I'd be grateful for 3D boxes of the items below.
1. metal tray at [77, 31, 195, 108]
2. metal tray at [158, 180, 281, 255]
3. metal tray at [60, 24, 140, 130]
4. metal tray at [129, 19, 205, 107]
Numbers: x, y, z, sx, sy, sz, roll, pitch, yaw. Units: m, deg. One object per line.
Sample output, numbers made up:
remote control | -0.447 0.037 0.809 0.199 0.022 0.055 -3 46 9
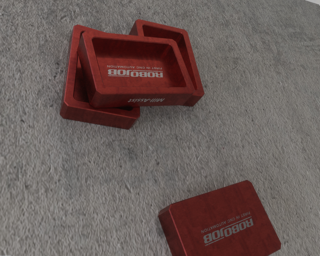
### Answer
metal tray | -0.029 -0.073 0.389 0.131 0.030 0.090 -4 64 -30
metal tray | 0.073 0.121 0.366 0.131 0.030 0.090 -9 66 -32
metal tray | -0.074 -0.067 0.401 0.091 0.030 0.130 11 57 -23
metal tray | 0.008 -0.098 0.463 0.091 0.030 0.130 4 60 -27
